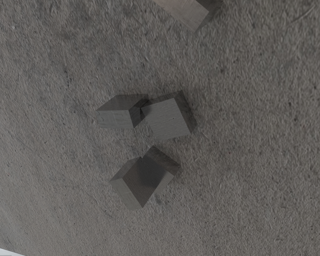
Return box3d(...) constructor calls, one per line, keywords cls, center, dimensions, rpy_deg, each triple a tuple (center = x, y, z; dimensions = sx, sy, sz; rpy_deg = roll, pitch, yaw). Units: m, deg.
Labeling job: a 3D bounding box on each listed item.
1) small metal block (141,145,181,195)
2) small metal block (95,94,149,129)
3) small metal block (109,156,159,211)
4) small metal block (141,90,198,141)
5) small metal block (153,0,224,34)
box3d(cls="small metal block", center=(-0.006, 0.061, 0.448), dimensions=(0.050, 0.025, 0.050), rpy_deg=(36, 129, 4))
box3d(cls="small metal block", center=(-0.046, -0.022, 0.401), dimensions=(0.050, 0.050, 0.025), rpy_deg=(0, 119, 28))
box3d(cls="small metal block", center=(-0.034, 0.075, 0.423), dimensions=(0.025, 0.050, 0.050), rpy_deg=(-21, 107, 36))
box3d(cls="small metal block", center=(0.012, -0.015, 0.391), dimensions=(0.050, 0.025, 0.050), rpy_deg=(-14, 111, 34))
box3d(cls="small metal block", center=(0.028, -0.123, 0.300), dimensions=(0.050, 0.050, 0.025), rpy_deg=(40, 129, 1))
